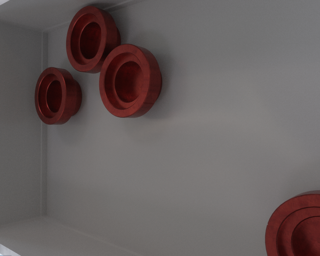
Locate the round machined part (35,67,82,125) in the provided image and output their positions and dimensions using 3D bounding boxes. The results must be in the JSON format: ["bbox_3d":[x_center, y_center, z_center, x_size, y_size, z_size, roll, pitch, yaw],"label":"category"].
[{"bbox_3d":[-0.173,-0.054,0.539,0.098,0.042,0.097,0,90,40],"label":"round machined part"}]

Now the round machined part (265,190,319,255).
[{"bbox_3d":[0.149,0.104,0.273,0.098,0.042,0.097,0,90,40],"label":"round machined part"}]

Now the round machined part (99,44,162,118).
[{"bbox_3d":[-0.036,-0.062,0.425,0.098,0.042,0.097,0,90,40],"label":"round machined part"}]

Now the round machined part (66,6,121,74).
[{"bbox_3d":[-0.099,-0.133,0.477,0.098,0.042,0.097,0,90,40],"label":"round machined part"}]
